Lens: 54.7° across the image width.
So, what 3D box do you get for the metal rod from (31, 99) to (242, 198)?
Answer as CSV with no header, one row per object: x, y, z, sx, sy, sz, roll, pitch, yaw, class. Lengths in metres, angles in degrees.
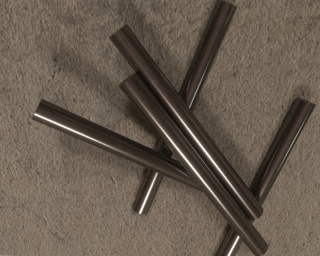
-0.009,0.041,0.393,0.302,0.025,0.025,26,108,-22,metal rod

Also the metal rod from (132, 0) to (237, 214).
0.024,-0.013,0.405,0.025,0.025,0.298,20,109,-8,metal rod

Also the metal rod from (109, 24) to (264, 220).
0.043,0.005,0.384,0.025,0.025,0.300,-35,107,11,metal rod

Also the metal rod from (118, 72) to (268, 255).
0.052,0.057,0.392,0.025,0.025,0.300,-35,108,11,metal rod

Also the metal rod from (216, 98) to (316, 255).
0.140,0.098,0.447,0.025,0.025,0.298,18,109,-7,metal rod
